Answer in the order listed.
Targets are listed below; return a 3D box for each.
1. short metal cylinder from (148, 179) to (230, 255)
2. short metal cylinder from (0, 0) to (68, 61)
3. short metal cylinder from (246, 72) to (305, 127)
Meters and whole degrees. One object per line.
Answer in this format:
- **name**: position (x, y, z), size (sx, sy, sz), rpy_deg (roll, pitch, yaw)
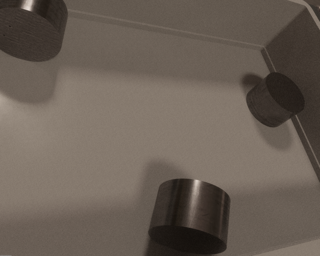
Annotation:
- **short metal cylinder**: position (0.033, 0.096, 0.331), size (0.080, 0.080, 0.050), rpy_deg (25, 53, -14)
- **short metal cylinder**: position (-0.154, -0.125, 0.364), size (0.081, 0.080, 0.050), rpy_deg (13, 57, -22)
- **short metal cylinder**: position (0.196, -0.048, 0.527), size (0.081, 0.050, 0.080), rpy_deg (14, 56, -21)
